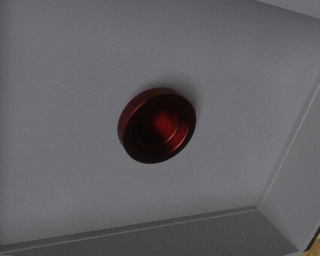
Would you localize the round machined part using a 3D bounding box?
[{"bbox_3d":[-0.007,-0.007,0.391,0.099,0.042,0.097,-14,125,-21],"label":"round machined part"}]
